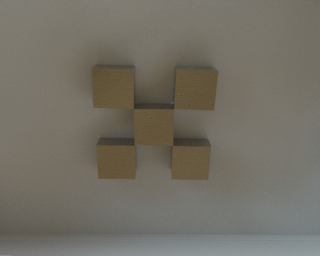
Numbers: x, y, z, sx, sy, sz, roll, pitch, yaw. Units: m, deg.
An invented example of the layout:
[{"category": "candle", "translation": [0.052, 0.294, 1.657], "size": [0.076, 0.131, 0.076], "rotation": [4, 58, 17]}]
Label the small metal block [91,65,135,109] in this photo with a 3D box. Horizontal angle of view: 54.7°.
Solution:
[{"category": "small metal block", "translation": [-0.057, -0.052, 0.389], "size": [0.050, 0.025, 0.050], "rotation": [1, 110, -1]}]

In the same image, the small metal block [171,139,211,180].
[{"category": "small metal block", "translation": [0.041, 0.043, 0.425], "size": [0.050, 0.025, 0.050], "rotation": [1, 110, -1]}]

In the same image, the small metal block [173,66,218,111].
[{"category": "small metal block", "translation": [0.044, -0.050, 0.390], "size": [0.050, 0.025, 0.050], "rotation": [2, 110, -1]}]

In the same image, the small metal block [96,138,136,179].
[{"category": "small metal block", "translation": [-0.058, 0.042, 0.424], "size": [0.050, 0.025, 0.050], "rotation": [1, 110, -1]}]

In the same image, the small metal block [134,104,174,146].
[{"category": "small metal block", "translation": [-0.008, -0.005, 0.407], "size": [0.050, 0.025, 0.050], "rotation": [0, 110, -1]}]
